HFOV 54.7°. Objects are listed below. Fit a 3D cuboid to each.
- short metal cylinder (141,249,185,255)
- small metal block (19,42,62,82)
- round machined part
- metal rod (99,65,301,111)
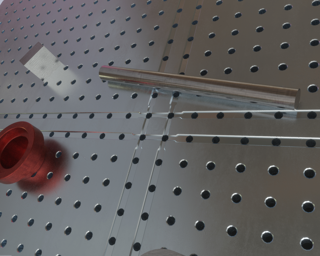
[{"bbox_3d":[0.009,0.159,0.289,0.080,0.050,0.080,-13,56,20],"label":"short metal cylinder"},{"bbox_3d":[-0.224,-0.124,0.583,0.050,0.050,0.025,-48,52,-5],"label":"small metal block"},{"bbox_3d":[-0.220,0.042,0.485,0.098,0.042,0.098,-13,56,20],"label":"round machined part"},{"bbox_3d":[0.031,-0.061,0.428,0.300,0.025,0.025,14,69,33],"label":"metal rod"}]
